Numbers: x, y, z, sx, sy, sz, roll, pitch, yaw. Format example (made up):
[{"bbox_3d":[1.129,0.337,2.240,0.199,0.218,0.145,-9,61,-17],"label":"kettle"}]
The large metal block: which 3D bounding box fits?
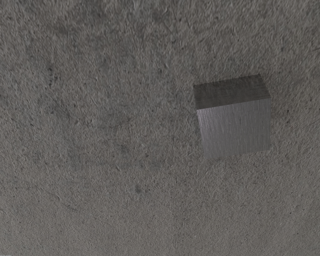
[{"bbox_3d":[0.088,-0.013,0.381,0.080,0.050,0.080,-9,130,7],"label":"large metal block"}]
